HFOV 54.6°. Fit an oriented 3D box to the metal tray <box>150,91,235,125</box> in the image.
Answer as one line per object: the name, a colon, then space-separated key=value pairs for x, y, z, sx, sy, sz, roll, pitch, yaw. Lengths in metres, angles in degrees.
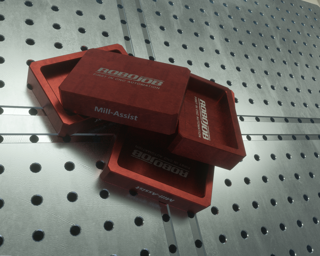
metal tray: x=0.046 y=-0.031 z=0.447 sx=0.131 sy=0.030 sz=0.090 roll=17 pitch=55 yaw=-17

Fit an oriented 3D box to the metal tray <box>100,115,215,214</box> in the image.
metal tray: x=0.003 y=0.040 z=0.381 sx=0.131 sy=0.030 sz=0.090 roll=24 pitch=53 yaw=-14

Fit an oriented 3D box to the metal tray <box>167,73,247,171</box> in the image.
metal tray: x=0.056 y=-0.015 z=0.403 sx=0.091 sy=0.030 sz=0.130 roll=18 pitch=43 yaw=-17

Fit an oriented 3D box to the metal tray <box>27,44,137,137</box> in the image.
metal tray: x=-0.084 y=-0.053 z=0.391 sx=0.131 sy=0.030 sz=0.090 roll=-25 pitch=75 yaw=-36

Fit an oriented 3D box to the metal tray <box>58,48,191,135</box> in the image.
metal tray: x=-0.037 y=-0.046 z=0.361 sx=0.131 sy=0.030 sz=0.090 roll=13 pitch=45 yaw=6
